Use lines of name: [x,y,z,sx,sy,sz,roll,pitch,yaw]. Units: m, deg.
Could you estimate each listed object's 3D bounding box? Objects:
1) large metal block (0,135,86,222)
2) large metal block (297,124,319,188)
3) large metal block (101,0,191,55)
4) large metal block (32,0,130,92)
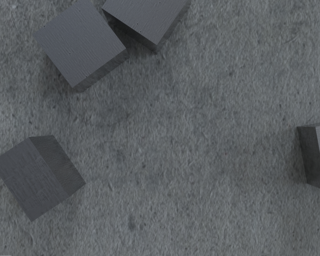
large metal block: [-0.143,0.057,0.381,0.050,0.080,0.080,-34,90,0]
large metal block: [0.235,0.031,0.401,0.080,0.050,0.080,-10,90,-1]
large metal block: [-0.015,-0.155,0.397,0.080,0.050,0.080,34,90,-1]
large metal block: [-0.097,-0.104,0.396,0.080,0.050,0.080,-37,90,0]
